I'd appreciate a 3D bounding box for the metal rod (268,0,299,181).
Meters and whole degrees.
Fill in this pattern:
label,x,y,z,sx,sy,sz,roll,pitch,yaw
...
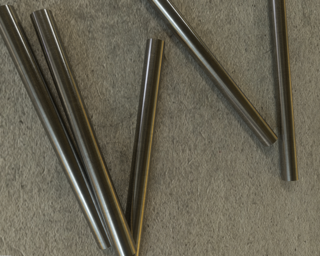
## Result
label,x,y,z,sx,sy,sz,roll,pitch,yaw
metal rod,0.190,-0.068,0.478,0.025,0.025,0.298,-6,92,-20

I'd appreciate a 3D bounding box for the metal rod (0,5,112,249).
label,x,y,z,sx,sy,sz,roll,pitch,yaw
metal rod,-0.120,0.006,0.364,0.025,0.025,0.299,-25,98,-18

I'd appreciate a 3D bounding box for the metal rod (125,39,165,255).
label,x,y,z,sx,sy,sz,roll,pitch,yaw
metal rod,-0.023,0.035,0.400,0.025,0.025,0.298,8,87,-20

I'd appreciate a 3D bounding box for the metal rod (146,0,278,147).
label,x,y,z,sx,sy,sz,roll,pitch,yaw
metal rod,0.070,-0.089,0.434,0.025,0.025,0.300,-46,104,-14

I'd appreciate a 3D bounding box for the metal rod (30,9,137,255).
label,x,y,z,sx,sy,sz,roll,pitch,yaw
metal rod,-0.088,0.009,0.364,0.025,0.025,0.299,-20,92,-19
